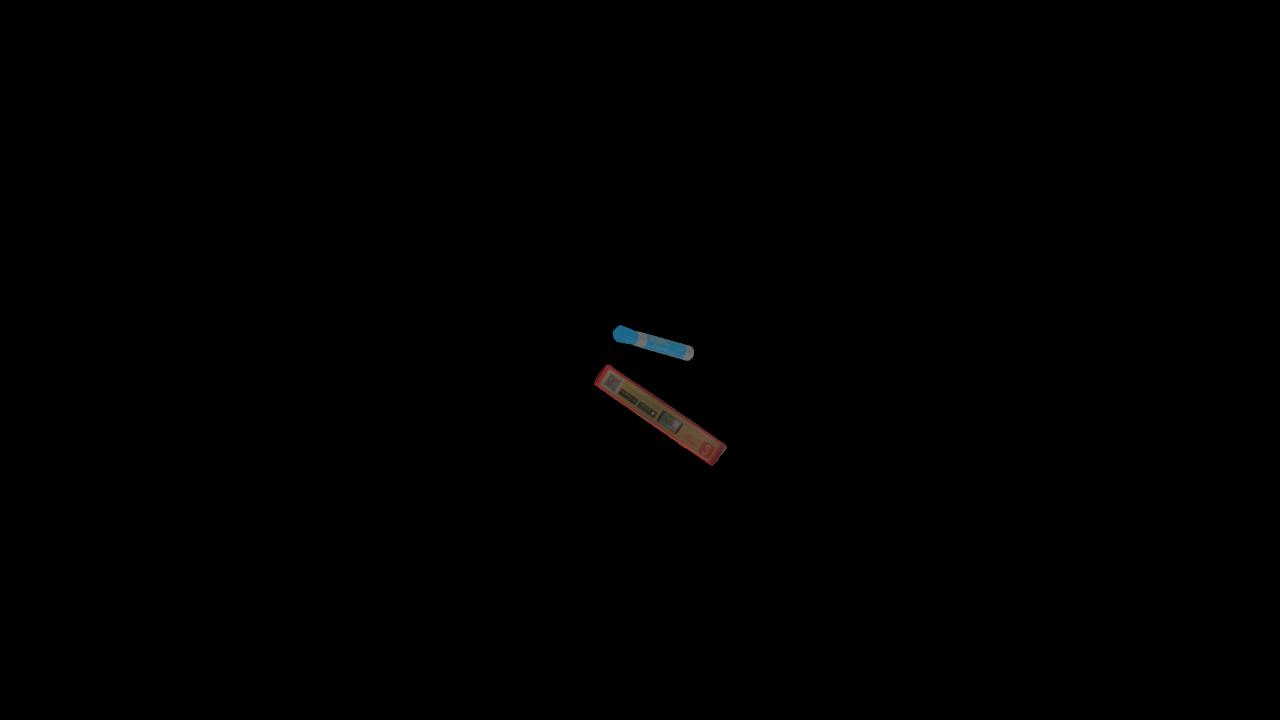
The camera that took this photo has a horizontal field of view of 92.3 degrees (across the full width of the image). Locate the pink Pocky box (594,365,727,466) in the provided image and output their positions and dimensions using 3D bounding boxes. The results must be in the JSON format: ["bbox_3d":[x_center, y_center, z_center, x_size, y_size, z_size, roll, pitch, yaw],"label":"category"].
[{"bbox_3d":[0.024,0.062,0.681,0.155,0.029,0.084,34,-3,10],"label":"pink Pocky box"}]

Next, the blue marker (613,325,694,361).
[{"bbox_3d":[0.016,-0.019,0.705,0.121,0.020,0.020,14,-10,-43],"label":"blue marker"}]
